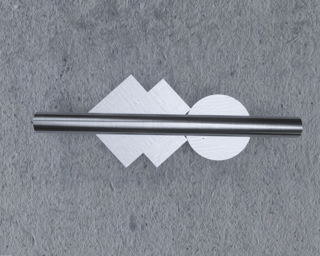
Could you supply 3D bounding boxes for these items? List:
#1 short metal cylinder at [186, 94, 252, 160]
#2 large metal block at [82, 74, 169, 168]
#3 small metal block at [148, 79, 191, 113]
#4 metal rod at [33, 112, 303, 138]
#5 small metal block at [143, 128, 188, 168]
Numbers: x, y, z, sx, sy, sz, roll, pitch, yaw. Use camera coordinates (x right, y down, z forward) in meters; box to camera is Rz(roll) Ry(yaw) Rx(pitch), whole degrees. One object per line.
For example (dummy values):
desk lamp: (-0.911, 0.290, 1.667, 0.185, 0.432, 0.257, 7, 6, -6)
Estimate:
short metal cylinder: (0.070, -0.001, 0.398, 0.081, 0.050, 0.080, 0, 90, 0)
large metal block: (-0.038, -0.008, 0.397, 0.080, 0.050, 0.080, -42, 90, 0)
small metal block: (0.011, -0.033, 0.399, 0.025, 0.050, 0.050, -43, 91, 0)
metal rod: (0.009, -0.004, 0.359, 0.302, 0.025, 0.025, 1, 90, -1)
small metal block: (0.006, 0.022, 0.400, 0.050, 0.050, 0.025, -42, 91, 0)
